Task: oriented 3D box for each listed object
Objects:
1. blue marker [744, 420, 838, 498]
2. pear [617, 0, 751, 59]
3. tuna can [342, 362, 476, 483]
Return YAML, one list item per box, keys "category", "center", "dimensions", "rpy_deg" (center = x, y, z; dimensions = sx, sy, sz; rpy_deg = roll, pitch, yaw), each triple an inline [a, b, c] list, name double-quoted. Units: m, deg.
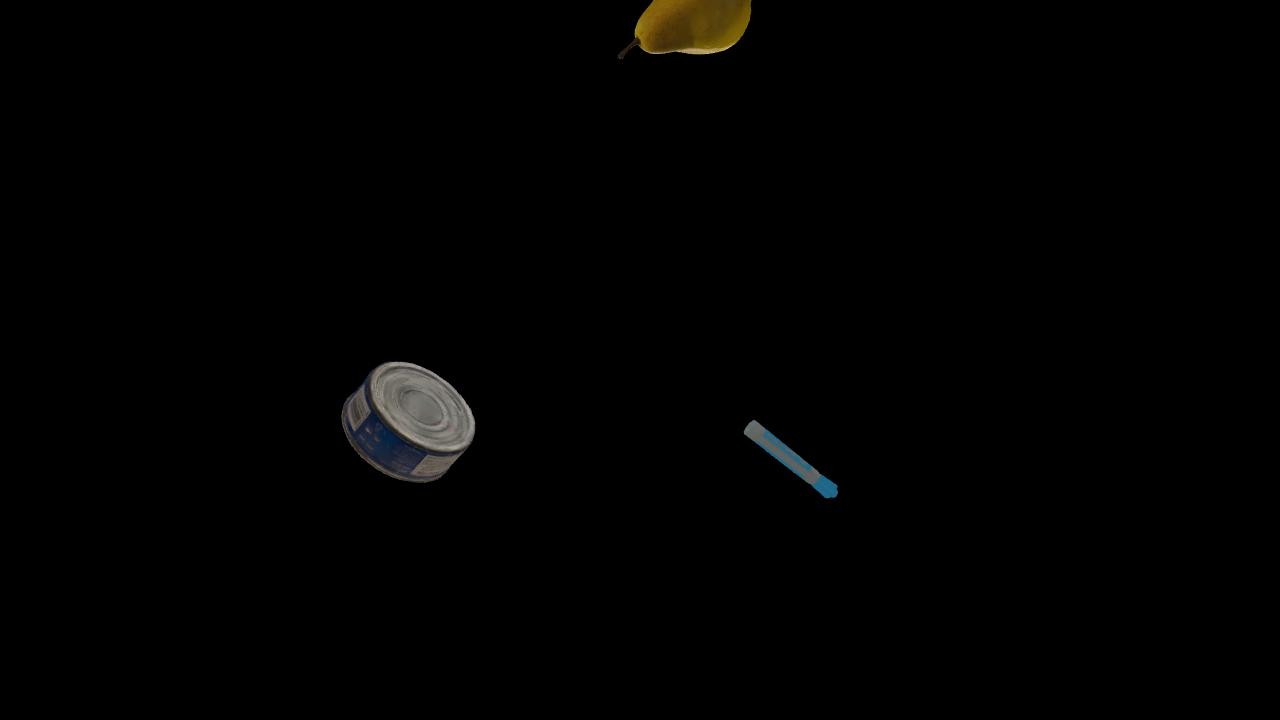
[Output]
- category: "blue marker"
  center: [0.162, 0.108, 0.655]
  dimensions: [0.121, 0.020, 0.020]
  rpy_deg: [38, -4, -5]
- category: "pear"
  center: [0.032, -0.271, 0.484]
  dimensions: [0.111, 0.080, 0.080]
  rpy_deg: [-35, 12, -18]
- category: "tuna can"
  center: [-0.157, 0.041, 0.425]
  dimensions: [0.034, 0.084, 0.084]
  rpy_deg: [-45, -18, 19]
